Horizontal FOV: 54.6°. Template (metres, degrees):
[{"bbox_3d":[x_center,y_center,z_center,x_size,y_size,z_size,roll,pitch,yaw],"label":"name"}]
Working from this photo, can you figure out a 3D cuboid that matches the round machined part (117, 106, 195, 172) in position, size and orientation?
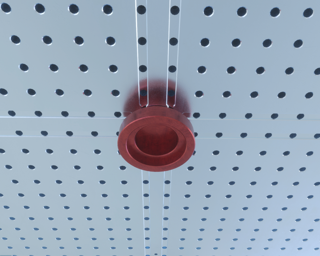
[{"bbox_3d":[-0.005,0.010,0.408,0.099,0.042,0.097,0,130,0],"label":"round machined part"}]
